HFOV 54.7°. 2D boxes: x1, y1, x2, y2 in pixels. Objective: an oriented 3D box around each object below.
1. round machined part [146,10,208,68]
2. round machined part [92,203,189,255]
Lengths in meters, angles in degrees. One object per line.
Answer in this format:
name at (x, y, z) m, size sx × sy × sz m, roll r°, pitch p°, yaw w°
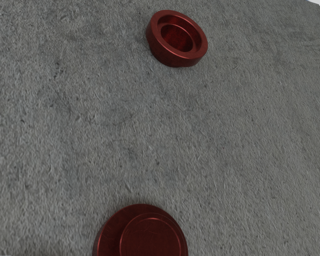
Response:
round machined part at (0.022, -0.134, 0.487) m, size 0.099 × 0.042 × 0.098 m, roll 14°, pitch 56°, yaw -21°
round machined part at (-0.014, 0.124, 0.310) m, size 0.099 × 0.042 × 0.098 m, roll 14°, pitch 56°, yaw -21°
